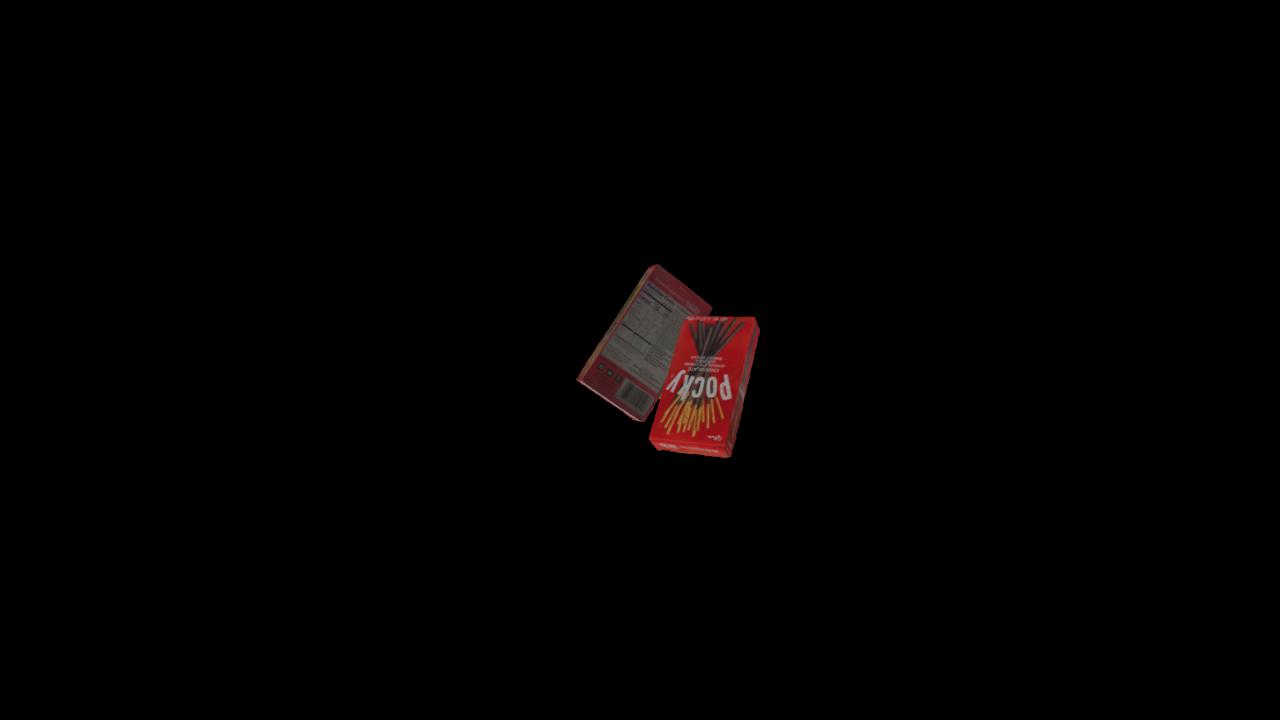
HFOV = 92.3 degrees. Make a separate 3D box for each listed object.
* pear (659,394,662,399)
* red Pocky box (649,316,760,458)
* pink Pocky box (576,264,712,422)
[{"bbox_3d":[0.001,0.014,0.766,0.080,0.080,0.111,0,-3,30],"label":"pear"},{"bbox_3d":[0.069,0.022,0.635,0.083,0.155,0.028,3,-31,26],"label":"red Pocky box"},{"bbox_3d":[0.007,-0.019,0.672,0.084,0.155,0.029,36,-13,-17],"label":"pink Pocky box"}]
